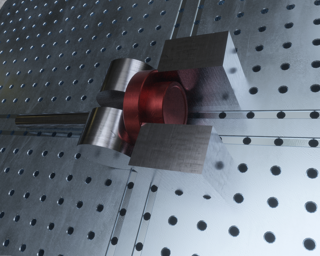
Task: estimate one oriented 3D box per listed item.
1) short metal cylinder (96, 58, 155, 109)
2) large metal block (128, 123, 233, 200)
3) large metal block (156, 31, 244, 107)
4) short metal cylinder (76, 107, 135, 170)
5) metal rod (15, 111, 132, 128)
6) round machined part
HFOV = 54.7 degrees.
[{"bbox_3d":[-0.041,-0.051,0.426,0.080,0.080,0.050,1,63,28],"label":"short metal cylinder"},{"bbox_3d":[0.026,0.037,0.338,0.080,0.080,0.050,3,63,29],"label":"large metal block"},{"bbox_3d":[0.054,-0.069,0.388,0.080,0.080,0.050,0,62,28],"label":"large metal block"},{"bbox_3d":[-0.059,0.015,0.394,0.080,0.080,0.050,1,63,29],"label":"short metal cylinder"},{"bbox_3d":[-0.115,-0.012,0.462,0.300,0.025,0.025,0,62,32],"label":"metal rod"},{"bbox_3d":[0.001,-0.021,0.373,0.042,0.098,0.098,1,62,29],"label":"round machined part"}]
